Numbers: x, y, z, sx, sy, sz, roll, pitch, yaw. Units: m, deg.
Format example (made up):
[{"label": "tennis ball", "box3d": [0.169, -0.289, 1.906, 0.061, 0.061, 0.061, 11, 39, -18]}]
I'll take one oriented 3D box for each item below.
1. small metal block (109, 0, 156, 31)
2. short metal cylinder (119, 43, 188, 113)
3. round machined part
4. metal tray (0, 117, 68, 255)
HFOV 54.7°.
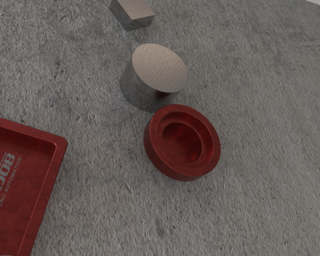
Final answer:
[{"label": "small metal block", "box3d": [-0.044, -0.186, 0.493, 0.050, 0.025, 0.050, -28, 77, -37]}, {"label": "short metal cylinder", "box3d": [-0.009, -0.068, 0.424, 0.081, 0.050, 0.080, 14, 56, -21]}, {"label": "round machined part", "box3d": [0.024, 0.022, 0.392, 0.099, 0.042, 0.098, 14, 56, -21]}, {"label": "metal tray", "box3d": [-0.149, 0.057, 0.285, 0.091, 0.030, 0.130, 20, 54, -17]}]
